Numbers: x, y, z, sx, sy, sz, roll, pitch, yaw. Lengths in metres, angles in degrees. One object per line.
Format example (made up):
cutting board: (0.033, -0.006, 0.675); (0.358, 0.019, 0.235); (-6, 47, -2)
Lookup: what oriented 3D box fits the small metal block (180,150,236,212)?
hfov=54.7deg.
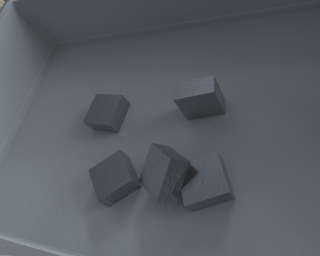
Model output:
small metal block: (0.049, 0.059, 0.343); (0.050, 0.025, 0.050); (-22, 54, 15)

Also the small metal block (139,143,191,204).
small metal block: (0.004, 0.050, 0.350); (0.050, 0.025, 0.050); (34, 109, 59)

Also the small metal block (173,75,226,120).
small metal block: (0.050, -0.036, 0.386); (0.050, 0.050, 0.025); (-9, 58, 23)

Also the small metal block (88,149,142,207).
small metal block: (-0.058, 0.064, 0.397); (0.050, 0.025, 0.050); (-33, 51, 6)

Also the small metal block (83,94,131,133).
small metal block: (-0.079, -0.022, 0.461); (0.050, 0.025, 0.050); (6, 64, 30)
